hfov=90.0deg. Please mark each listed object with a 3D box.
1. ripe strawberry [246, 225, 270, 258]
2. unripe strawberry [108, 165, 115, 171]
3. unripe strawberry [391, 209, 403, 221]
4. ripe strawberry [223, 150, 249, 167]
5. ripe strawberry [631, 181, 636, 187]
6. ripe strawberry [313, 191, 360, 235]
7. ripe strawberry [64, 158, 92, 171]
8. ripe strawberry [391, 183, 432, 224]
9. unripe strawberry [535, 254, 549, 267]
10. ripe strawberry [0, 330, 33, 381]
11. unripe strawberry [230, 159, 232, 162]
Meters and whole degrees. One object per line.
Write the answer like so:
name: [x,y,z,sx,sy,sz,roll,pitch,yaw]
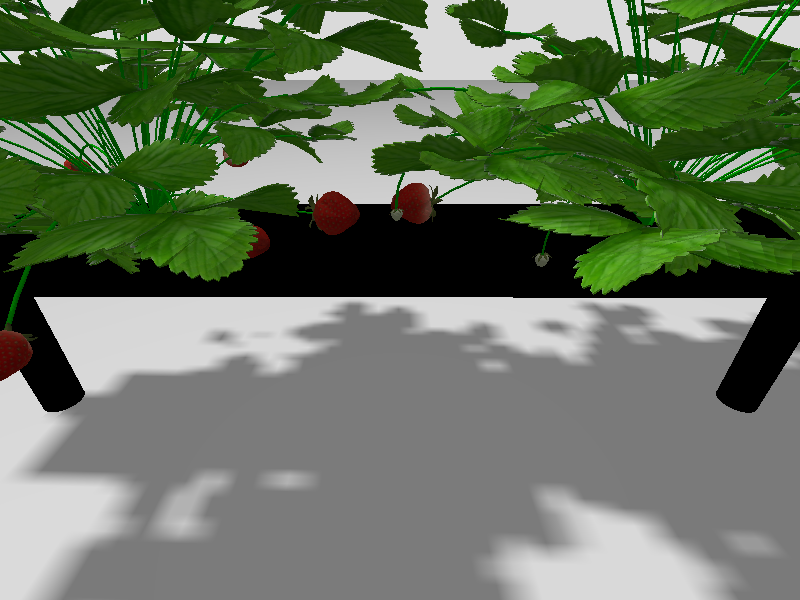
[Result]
ripe strawberry: [-0.110,-0.042,0.299,0.025,0.024,0.027,18,35,27]
unripe strawberry: [-0.365,-0.166,0.508,0.009,0.010,0.010,-23,37,-33]
unripe strawberry: [-0.003,-0.072,0.339,0.010,0.010,0.009,-3,31,-4]
ripe strawberry: [-0.228,-0.199,0.559,0.034,0.030,0.031,0,-6,-1]
ripe strawberry: [0.249,-0.116,0.423,0.023,0.026,0.025,9,31,15]
ripe strawberry: [-0.053,-0.072,0.338,0.036,0.036,0.040,4,31,6]
ripe strawberry: [-0.401,-0.162,0.498,0.031,0.030,0.028,19,35,39]
ripe strawberry: [0.010,-0.088,0.363,0.037,0.036,0.040,0,31,2]
unripe strawberry: [0.102,-0.029,0.288,0.010,0.010,0.009,-20,36,-30]
ripe strawberry: [-0.185,0.027,0.182,0.027,0.024,0.024,-6,45,-9]
unripe strawberry: [-0.221,-0.187,0.536,0.011,0.010,0.010,0,31,1]
